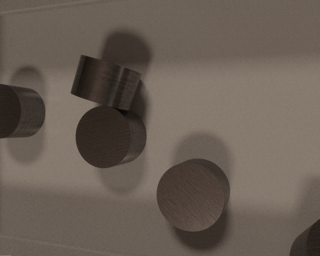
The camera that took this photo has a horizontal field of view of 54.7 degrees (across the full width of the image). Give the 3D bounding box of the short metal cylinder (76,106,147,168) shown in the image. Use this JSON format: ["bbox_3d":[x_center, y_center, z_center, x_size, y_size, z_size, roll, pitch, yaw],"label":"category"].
[{"bbox_3d":[-0.065,0.012,0.419,0.080,0.050,0.079,0,90,19],"label":"short metal cylinder"}]

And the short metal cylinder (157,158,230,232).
[{"bbox_3d":[0.042,0.080,0.382,0.080,0.050,0.079,0,90,19],"label":"short metal cylinder"}]

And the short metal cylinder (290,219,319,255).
[{"bbox_3d":[0.181,0.135,0.313,0.081,0.050,0.080,0,55,1],"label":"short metal cylinder"}]

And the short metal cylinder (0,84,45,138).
[{"bbox_3d":[-0.226,-0.025,0.475,0.080,0.050,0.079,0,90,19],"label":"short metal cylinder"}]

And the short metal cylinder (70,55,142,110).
[{"bbox_3d":[-0.070,-0.059,0.405,0.080,0.080,0.050,19,97,18],"label":"short metal cylinder"}]
